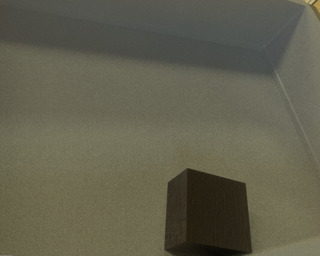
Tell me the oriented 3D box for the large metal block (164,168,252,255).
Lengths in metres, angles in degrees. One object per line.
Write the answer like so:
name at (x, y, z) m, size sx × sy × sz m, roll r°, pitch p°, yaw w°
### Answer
large metal block at (0.054, 0.101, 0.359) m, size 0.081 × 0.050 × 0.080 m, roll 17°, pitch 55°, yaw -19°
